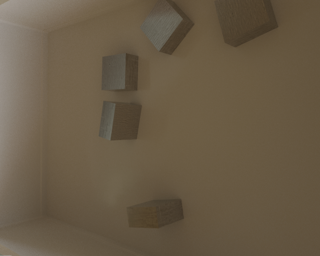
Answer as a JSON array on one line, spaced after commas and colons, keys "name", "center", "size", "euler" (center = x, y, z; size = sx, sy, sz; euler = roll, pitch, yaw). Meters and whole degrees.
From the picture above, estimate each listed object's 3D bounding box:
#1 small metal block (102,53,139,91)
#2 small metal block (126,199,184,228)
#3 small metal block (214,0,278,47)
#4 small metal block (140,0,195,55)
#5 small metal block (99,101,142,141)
[{"name": "small metal block", "center": [-0.059, -0.080, 0.456], "size": [0.050, 0.025, 0.050], "euler": [3, 92, 40]}, {"name": "small metal block", "center": [-0.006, 0.109, 0.396], "size": [0.050, 0.050, 0.025], "euler": [-13, 82, 39]}, {"name": "small metal block", "center": [0.091, -0.122, 0.332], "size": [0.050, 0.025, 0.050], "euler": [-20, 78, 38]}, {"name": "small metal block", "center": [0.008, -0.132, 0.400], "size": [0.050, 0.025, 0.050], "euler": [-49, 61, 29]}, {"name": "small metal block", "center": [-0.055, -0.010, 0.436], "size": [0.025, 0.050, 0.050], "euler": [16, 100, 39]}]
